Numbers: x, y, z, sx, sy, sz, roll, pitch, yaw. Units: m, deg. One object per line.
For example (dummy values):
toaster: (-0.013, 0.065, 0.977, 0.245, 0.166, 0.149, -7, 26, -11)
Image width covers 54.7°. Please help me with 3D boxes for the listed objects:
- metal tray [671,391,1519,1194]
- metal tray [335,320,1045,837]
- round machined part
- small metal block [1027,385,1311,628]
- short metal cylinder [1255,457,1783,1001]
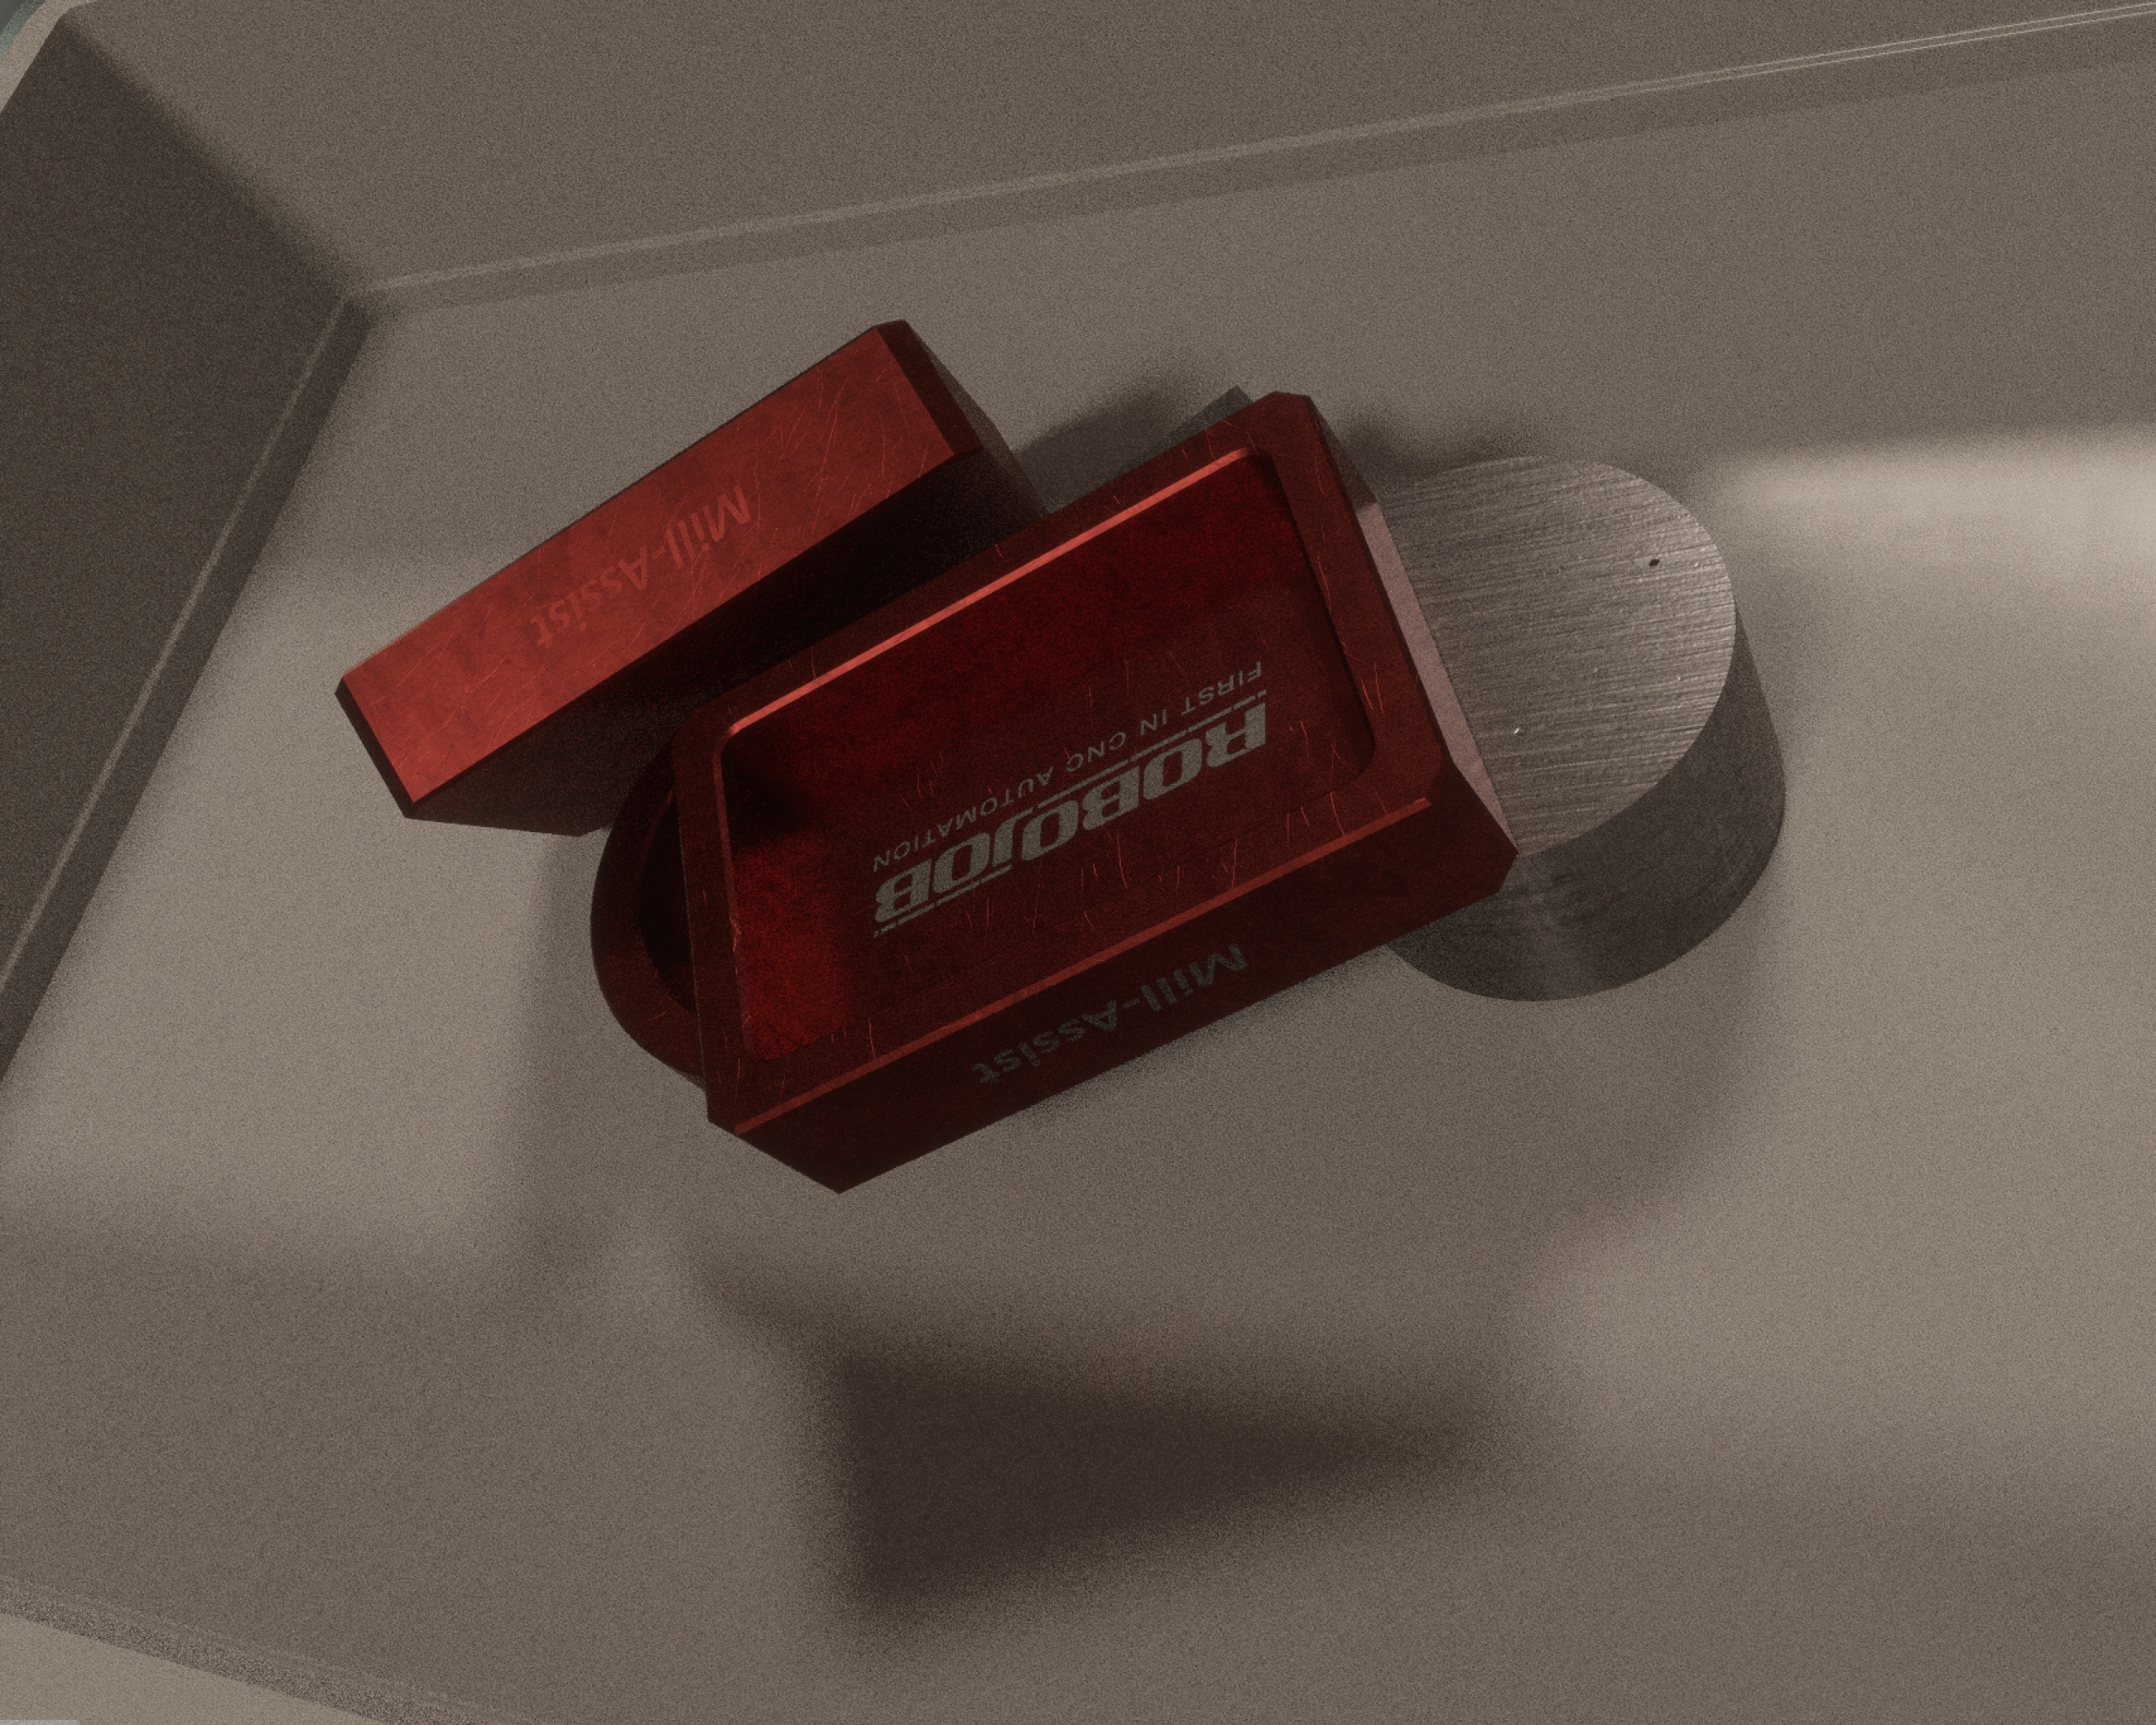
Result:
metal tray: (-0.004, -0.011, 0.347, 0.130, 0.030, 0.090, -26, 52, 17)
metal tray: (-0.073, -0.053, 0.429, 0.130, 0.090, 0.030, -32, 84, 7)
round machined part: (-0.043, 0.006, 0.412, 0.098, 0.042, 0.098, -13, 56, 20)
small metal block: (0.025, -0.056, 0.407, 0.050, 0.050, 0.025, -36, 51, 2)
short metal cylinder: (0.076, -0.023, 0.360, 0.080, 0.050, 0.080, -13, 56, 20)
